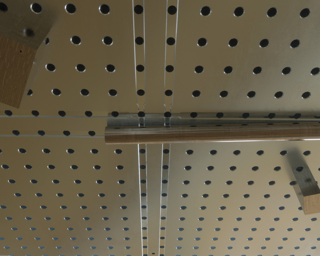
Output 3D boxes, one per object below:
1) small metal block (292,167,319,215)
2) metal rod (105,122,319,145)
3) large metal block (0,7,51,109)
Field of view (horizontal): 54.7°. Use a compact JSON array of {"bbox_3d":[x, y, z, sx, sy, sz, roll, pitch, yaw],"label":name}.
[{"bbox_3d":[0.229,0.099,0.483,0.025,0.050,0.050,-15,129,12],"label":"small metal block"},{"bbox_3d":[0.078,0.007,0.418,0.302,0.025,0.025,-1,130,0],"label":"metal rod"},{"bbox_3d":[-0.173,-0.078,0.326,0.080,0.050,0.080,22,127,-18],"label":"large metal block"}]
